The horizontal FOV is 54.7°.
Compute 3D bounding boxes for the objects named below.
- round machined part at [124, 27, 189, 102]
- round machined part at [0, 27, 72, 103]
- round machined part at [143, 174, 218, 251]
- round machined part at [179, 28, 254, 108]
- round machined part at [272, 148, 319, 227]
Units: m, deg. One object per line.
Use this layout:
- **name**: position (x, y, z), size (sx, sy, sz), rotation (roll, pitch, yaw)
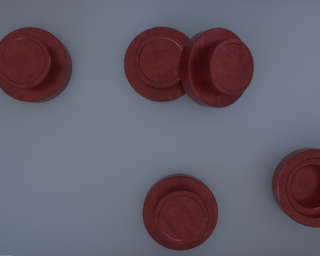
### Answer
- **round machined part**: position (0.002, -0.083, 0.403), size (0.099, 0.042, 0.097), rotation (0, 90, 0)
- **round machined part**: position (-0.169, -0.083, 0.401), size (0.099, 0.042, 0.097), rotation (0, 90, 0)
- **round machined part**: position (0.027, 0.111, 0.403), size (0.099, 0.042, 0.097), rotation (0, 90, 0)
- **round machined part**: position (0.076, -0.074, 0.382), size (0.099, 0.042, 0.097), rotation (-4, 98, -30)
- **round machined part**: position (0.195, 0.075, 0.404), size (0.099, 0.042, 0.097), rotation (0, 90, 0)
